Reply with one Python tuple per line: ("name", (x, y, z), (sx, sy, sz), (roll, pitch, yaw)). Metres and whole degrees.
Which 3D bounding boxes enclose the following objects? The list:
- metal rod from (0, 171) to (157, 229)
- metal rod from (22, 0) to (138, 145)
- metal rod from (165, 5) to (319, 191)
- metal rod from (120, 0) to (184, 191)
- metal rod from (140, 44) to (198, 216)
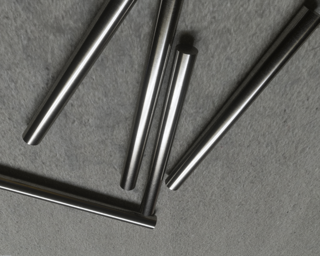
("metal rod", (-0.145, 0.116, 0.503), (0.302, 0.025, 0.025), (21, 127, -18))
("metal rod", (-0.082, -0.078, 0.339), (0.025, 0.025, 0.299), (30, 124, -23))
("metal rod", (0.087, -0.015, 0.395), (0.025, 0.025, 0.298), (21, 127, -17))
("metal rod", (-0.018, -0.024, 0.386), (0.025, 0.025, 0.298), (9, 130, -8))
("metal rod", (0.004, 0.027, 0.429), (0.025, 0.025, 0.298), (7, 130, -7))
